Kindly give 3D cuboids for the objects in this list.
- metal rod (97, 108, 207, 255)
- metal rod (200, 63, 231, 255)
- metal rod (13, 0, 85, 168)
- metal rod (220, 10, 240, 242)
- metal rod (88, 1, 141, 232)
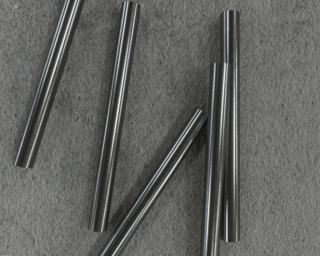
[{"bbox_3d":[-0.026,0.105,0.409,0.025,0.025,0.299,34,90,0],"label":"metal rod"},{"bbox_3d":[0.069,0.069,0.398,0.025,0.025,0.298,3,95,0],"label":"metal rod"},{"bbox_3d":[-0.136,-0.093,0.408,0.025,0.025,0.298,17,90,0],"label":"metal rod"},{"bbox_3d":[0.093,-0.002,0.410,0.025,0.025,0.298,0,90,0],"label":"metal rod"},{"bbox_3d":[-0.060,-0.015,0.409,0.025,0.025,0.298,9,90,0],"label":"metal rod"}]
